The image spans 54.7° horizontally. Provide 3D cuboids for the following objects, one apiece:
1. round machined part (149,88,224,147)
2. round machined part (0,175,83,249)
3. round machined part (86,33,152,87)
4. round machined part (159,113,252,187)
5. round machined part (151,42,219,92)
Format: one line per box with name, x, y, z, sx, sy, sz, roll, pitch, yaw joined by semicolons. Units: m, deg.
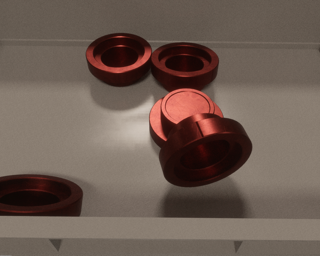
round machined part;0.035;-0.014;0.407;0.099;0.042;0.098;0;50;0
round machined part;-0.128;0.081;0.303;0.099;0.042;0.098;8;8;-1
round machined part;-0.061;-0.101;0.479;0.099;0.042;0.098;0;50;0
round machined part;0.046;0.021;0.341;0.099;0.097;0.042;-11;51;-9
round machined part;0.036;-0.086;0.461;0.099;0.042;0.098;1;42;0
